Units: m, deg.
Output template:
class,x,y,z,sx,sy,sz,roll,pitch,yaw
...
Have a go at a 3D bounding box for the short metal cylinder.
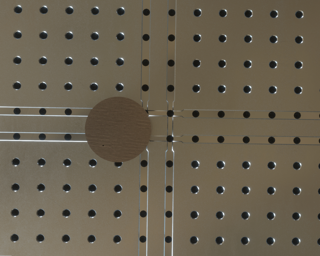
class,x,y,z,sx,sy,sz,roll,pitch,yaw
short metal cylinder,-0.051,0.002,0.401,0.080,0.050,0.080,0,90,0
